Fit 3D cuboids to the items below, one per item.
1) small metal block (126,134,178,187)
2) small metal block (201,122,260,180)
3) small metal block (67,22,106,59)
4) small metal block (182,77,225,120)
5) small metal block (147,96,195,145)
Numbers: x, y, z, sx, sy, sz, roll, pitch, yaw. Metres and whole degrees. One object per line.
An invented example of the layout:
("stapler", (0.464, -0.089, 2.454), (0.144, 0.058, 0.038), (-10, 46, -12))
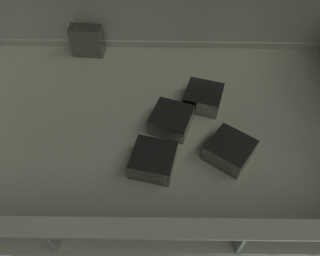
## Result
("small metal block", (-0.008, 0.039, 0.372), (0.050, 0.025, 0.050), (10, 51, 8))
("small metal block", (0.086, 0.028, 0.383), (0.050, 0.025, 0.050), (29, 56, 22))
("small metal block", (-0.119, -0.143, 0.507), (0.050, 0.050, 0.025), (3, 50, 2))
("small metal block", (0.062, -0.043, 0.442), (0.050, 0.025, 0.050), (13, 51, 10))
("small metal block", (0.015, -0.011, 0.414), (0.050, 0.025, 0.050), (16, 52, 12))
